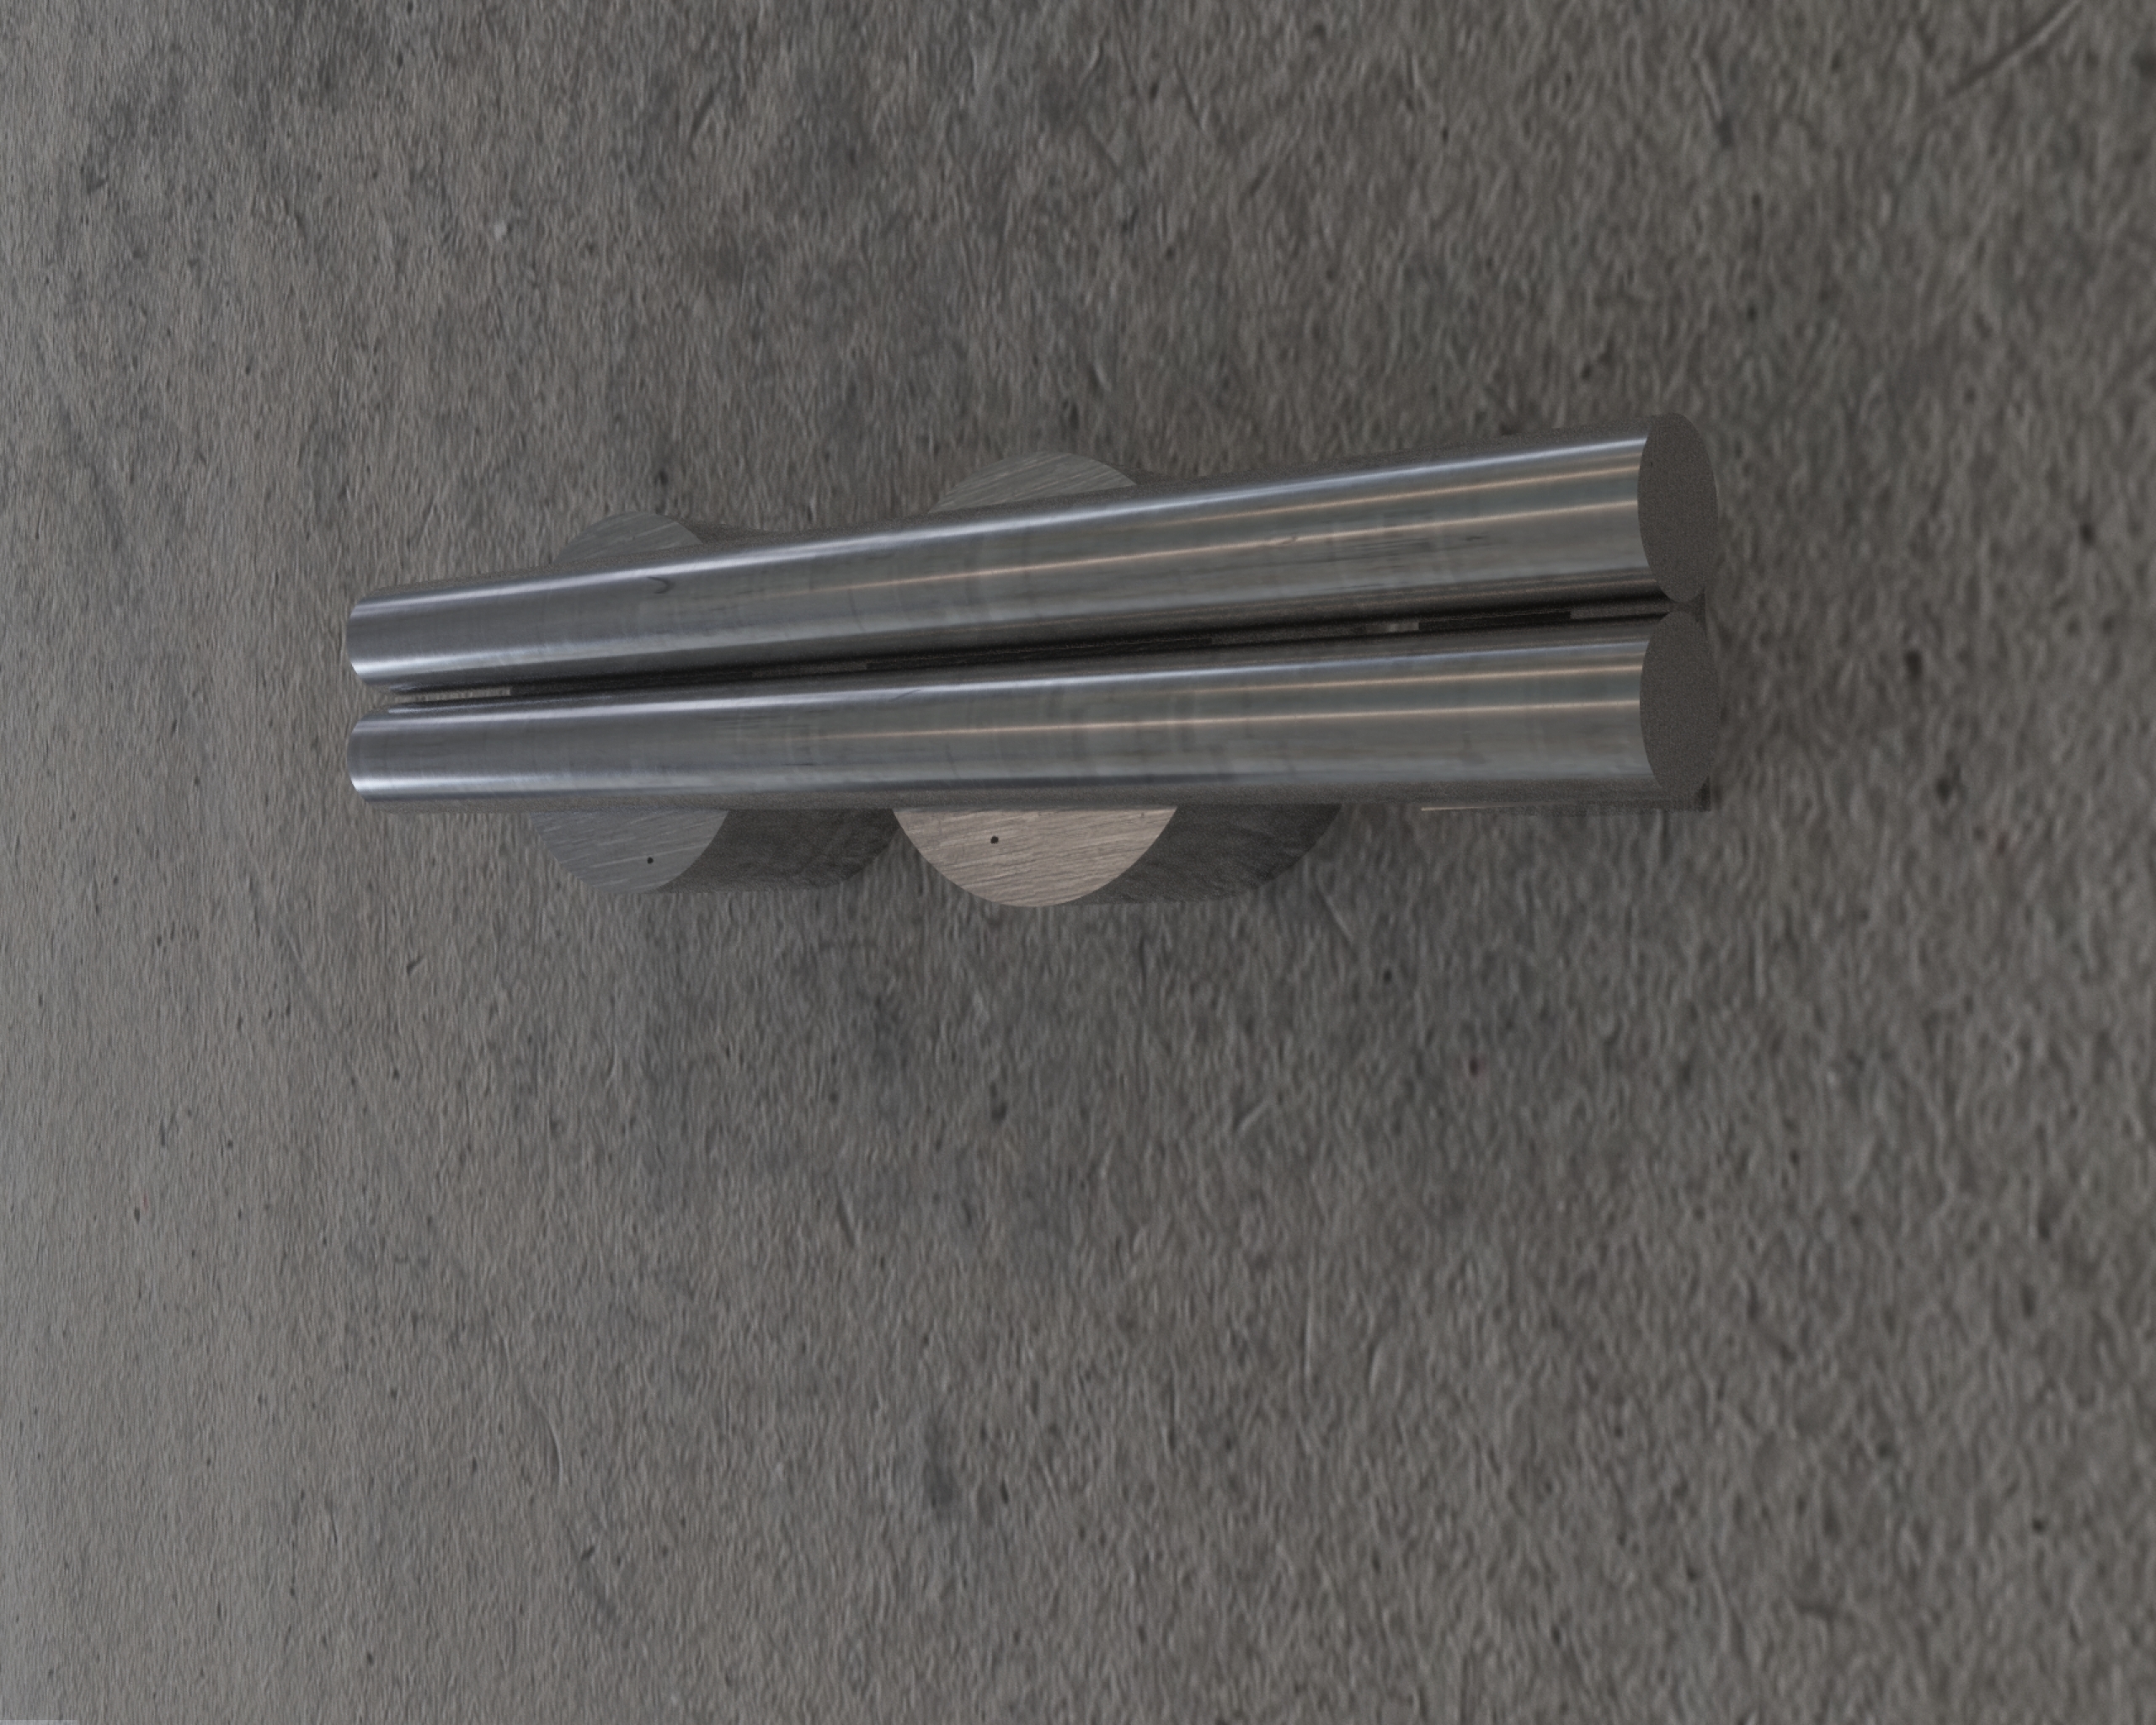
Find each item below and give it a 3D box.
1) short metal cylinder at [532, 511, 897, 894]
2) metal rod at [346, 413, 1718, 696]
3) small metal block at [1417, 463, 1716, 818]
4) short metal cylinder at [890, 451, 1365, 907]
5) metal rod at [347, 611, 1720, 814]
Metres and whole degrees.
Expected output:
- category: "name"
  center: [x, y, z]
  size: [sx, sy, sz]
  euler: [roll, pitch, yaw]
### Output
- category: "short metal cylinder"
  center: [-0.078, -0.033, 0.454]
  size: [0.080, 0.050, 0.080]
  euler: [0, 90, 40]
- category: "metal rod"
  center: [-0.036, -0.048, 0.370]
  size: [0.300, 0.025, 0.025]
  euler: [1, 91, 40]
- category: "small metal block"
  center: [0.077, -0.033, 0.328]
  size: [0.025, 0.050, 0.050]
  euler: [-2, 88, 40]
- category: "short metal cylinder"
  center: [0.007, -0.032, 0.385]
  size: [0.080, 0.050, 0.080]
  euler: [0, 90, 40]
- category: "metal rod"
  center: [-0.036, -0.022, 0.370]
  size: [0.300, 0.025, 0.025]
  euler: [1, 91, 40]
